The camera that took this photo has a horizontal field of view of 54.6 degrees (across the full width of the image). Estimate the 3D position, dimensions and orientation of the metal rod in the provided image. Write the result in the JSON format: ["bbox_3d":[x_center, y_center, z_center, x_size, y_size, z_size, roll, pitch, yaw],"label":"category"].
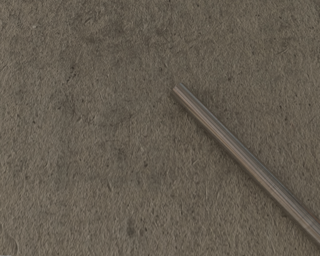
[{"bbox_3d":[0.121,0.053,0.389,0.025,0.025,0.300,-39,75,-13],"label":"metal rod"}]
